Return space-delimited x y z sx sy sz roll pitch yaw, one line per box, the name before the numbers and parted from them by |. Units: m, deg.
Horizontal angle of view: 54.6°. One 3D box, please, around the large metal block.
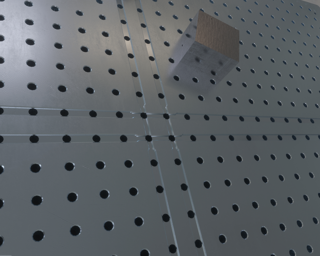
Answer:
large metal block | 0.085 -0.139 0.522 0.080 0.050 0.080 21 54 -16
